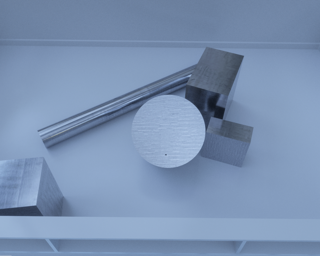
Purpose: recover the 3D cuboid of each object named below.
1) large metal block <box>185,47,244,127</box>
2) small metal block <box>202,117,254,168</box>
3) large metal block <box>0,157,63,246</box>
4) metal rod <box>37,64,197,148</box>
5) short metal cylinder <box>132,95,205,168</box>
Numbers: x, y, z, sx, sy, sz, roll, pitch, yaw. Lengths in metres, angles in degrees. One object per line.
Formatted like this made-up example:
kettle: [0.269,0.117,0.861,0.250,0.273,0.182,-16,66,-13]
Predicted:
large metal block: [0.069,-0.046,0.409,0.050,0.080,0.080,18,52,14]
small metal block: [0.081,0.018,0.375,0.050,0.050,0.025,15,52,12]
large metal block: [-0.148,0.075,0.304,0.081,0.080,0.050,-5,50,-5]
metal rod: [-0.022,-0.047,0.444,0.302,0.025,0.025,-26,55,-21]
short metal cylinder: [0.012,0.005,0.361,0.080,0.050,0.080,0,85,6]
